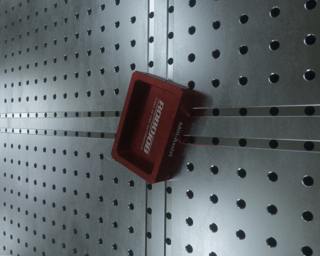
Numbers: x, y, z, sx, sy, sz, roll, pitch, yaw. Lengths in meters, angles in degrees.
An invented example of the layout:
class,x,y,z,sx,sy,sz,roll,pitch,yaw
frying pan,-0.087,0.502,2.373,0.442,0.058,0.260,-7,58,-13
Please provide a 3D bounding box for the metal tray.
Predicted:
class,x,y,z,sx,sy,sz,roll,pitch,yaw
metal tray,-0.013,-0.002,0.417,0.090,0.030,0.129,27,107,36
